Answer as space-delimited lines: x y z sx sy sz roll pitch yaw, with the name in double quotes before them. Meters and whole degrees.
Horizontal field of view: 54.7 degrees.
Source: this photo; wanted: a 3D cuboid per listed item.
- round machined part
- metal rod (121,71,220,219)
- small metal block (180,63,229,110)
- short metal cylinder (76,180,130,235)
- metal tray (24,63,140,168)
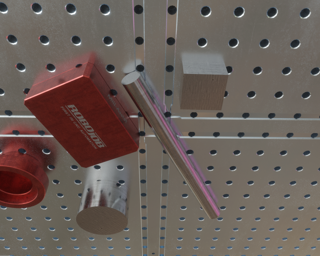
"round machined part" -0.215 0.073 0.460 0.099 0.042 0.097 -1 131 0
"metal rod" 0.029 0.044 0.449 0.025 0.025 0.299 -20 128 16
"small metal block" 0.051 -0.049 0.371 0.050 0.025 0.050 1 130 -2
"short metal cylinder" -0.091 0.131 0.505 0.081 0.050 0.079 0 130 0
"metal tray" -0.094 -0.010 0.399 0.090 0.030 0.130 -19 128 15
